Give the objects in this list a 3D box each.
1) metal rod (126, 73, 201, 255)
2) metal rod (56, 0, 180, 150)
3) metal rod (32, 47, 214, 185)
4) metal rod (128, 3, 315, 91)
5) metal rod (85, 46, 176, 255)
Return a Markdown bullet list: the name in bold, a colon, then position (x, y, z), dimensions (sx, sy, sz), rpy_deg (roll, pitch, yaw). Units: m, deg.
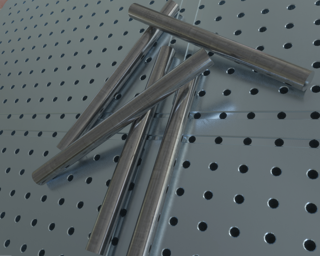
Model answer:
- **metal rod**: position (0.008, 0.038, 0.381), dimensions (0.025, 0.025, 0.300), rpy_deg (4, 63, 30)
- **metal rod**: position (-0.061, -0.086, 0.494), dimensions (0.025, 0.025, 0.300), rpy_deg (26, 76, 37)
- **metal rod**: position (-0.060, -0.007, 0.417), dimensions (0.300, 0.025, 0.025), rpy_deg (-34, 51, 16)
- **metal rod**: position (0.063, -0.123, 0.432), dimensions (0.300, 0.025, 0.025), rpy_deg (34, 81, 32)
- **metal rod**: position (-0.032, 0.013, 0.417), dimensions (0.025, 0.025, 0.300), rpy_deg (4, 64, 30)
